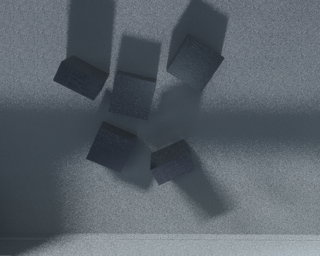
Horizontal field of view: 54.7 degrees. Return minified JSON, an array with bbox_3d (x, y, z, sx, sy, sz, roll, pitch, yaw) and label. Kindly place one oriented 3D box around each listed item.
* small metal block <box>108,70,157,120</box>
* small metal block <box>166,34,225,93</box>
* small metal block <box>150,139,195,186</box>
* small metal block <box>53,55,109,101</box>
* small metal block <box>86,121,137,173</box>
[{"bbox_3d":[-0.035,-0.042,0.395,0.050,0.025,0.050,13,110,-5],"label":"small metal block"},{"bbox_3d":[0.043,-0.080,0.382,0.050,0.025,0.050,30,107,-11],"label":"small metal block"},{"bbox_3d":[0.016,0.045,0.415,0.050,0.050,0.025,-25,109,8],"label":"small metal block"},{"bbox_3d":[-0.093,-0.061,0.374,0.050,0.050,0.025,27,108,-10],"label":"small metal block"},{"bbox_3d":[-0.065,0.026,0.420,0.050,0.025,0.050,24,108,-9],"label":"small metal block"}]
